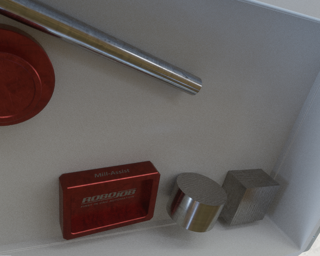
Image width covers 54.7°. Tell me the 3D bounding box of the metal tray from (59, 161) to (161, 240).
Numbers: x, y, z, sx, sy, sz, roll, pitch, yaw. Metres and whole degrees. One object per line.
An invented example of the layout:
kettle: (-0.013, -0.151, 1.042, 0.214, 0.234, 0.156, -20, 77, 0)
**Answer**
metal tray: (-0.069, 0.098, 0.429, 0.131, 0.030, 0.089, -6, 121, -26)

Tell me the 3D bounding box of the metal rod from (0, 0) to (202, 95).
metal rod: (-0.072, -0.091, 0.313, 0.302, 0.025, 0.025, 17, 109, -36)

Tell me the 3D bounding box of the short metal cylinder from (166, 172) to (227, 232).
short metal cylinder: (0.056, 0.112, 0.475, 0.081, 0.080, 0.050, 5, 116, -31)

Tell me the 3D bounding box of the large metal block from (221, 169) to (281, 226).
large metal block: (0.154, 0.122, 0.555, 0.081, 0.050, 0.079, 2, 118, -30)

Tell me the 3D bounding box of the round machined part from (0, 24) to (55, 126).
round machined part: (-0.149, -0.044, 0.289, 0.099, 0.042, 0.097, -14, 125, -21)
